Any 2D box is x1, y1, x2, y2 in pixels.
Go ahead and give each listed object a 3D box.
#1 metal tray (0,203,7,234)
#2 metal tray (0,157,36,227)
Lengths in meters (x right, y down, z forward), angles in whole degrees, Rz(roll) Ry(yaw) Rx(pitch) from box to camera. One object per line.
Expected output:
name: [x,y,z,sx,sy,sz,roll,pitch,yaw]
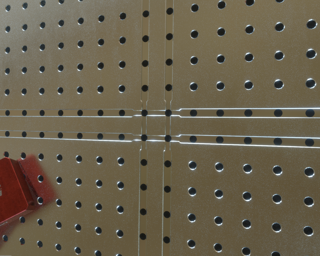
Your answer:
metal tray: [-0.310,0.157,0.516,0.090,0.030,0.130,41,102,15]
metal tray: [-0.271,0.113,0.473,0.131,0.030,0.090,-27,75,-7]
